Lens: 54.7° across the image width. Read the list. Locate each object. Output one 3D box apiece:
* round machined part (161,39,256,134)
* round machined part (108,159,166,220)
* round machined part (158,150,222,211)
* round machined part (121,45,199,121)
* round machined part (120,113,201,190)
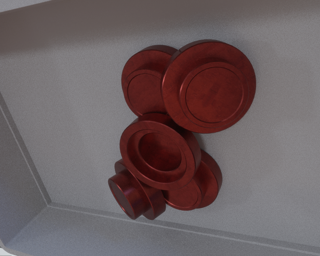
[{"bbox_3d":[0.051,-0.039,0.317,0.099,0.042,0.097,-2,112,-5],"label":"round machined part"},{"bbox_3d":[-0.038,0.091,0.443,0.098,0.042,0.097,43,151,32],"label":"round machined part"},{"bbox_3d":[0.032,0.074,0.423,0.098,0.042,0.097,13,124,20],"label":"round machined part"},{"bbox_3d":[-0.004,-0.045,0.368,0.098,0.042,0.097,13,124,20],"label":"round machined part"},{"bbox_3d":[0.004,0.025,0.380,0.098,0.042,0.097,13,124,20],"label":"round machined part"}]
